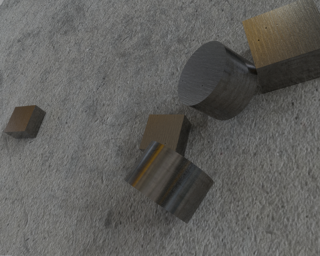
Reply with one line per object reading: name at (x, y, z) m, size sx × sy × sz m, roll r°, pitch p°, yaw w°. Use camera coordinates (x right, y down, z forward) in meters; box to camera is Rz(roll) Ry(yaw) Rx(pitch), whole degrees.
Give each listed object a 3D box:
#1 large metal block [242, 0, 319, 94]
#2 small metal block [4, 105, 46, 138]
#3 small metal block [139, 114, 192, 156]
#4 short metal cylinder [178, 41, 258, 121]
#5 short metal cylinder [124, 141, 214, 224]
large metal block at (0.151, -0.097, 0.369) m, size 0.080 × 0.050 × 0.080 m, roll -16°, pitch 55°, yaw 19°
small metal block at (-0.231, -0.010, 0.531) m, size 0.050 × 0.025 × 0.050 m, roll -2°, pitch 61°, yaw 27°
small metal block at (0.008, 0.011, 0.394) m, size 0.050 × 0.025 × 0.050 m, roll 1°, pitch 62°, yaw 28°
short metal cylinder at (0.066, -0.055, 0.366) m, size 0.080 × 0.050 × 0.080 m, roll -36°, pitch 43°, yaw 42°
short metal cylinder at (0.009, 0.057, 0.329) m, size 0.080 × 0.080 × 0.050 m, roll 27°, pitch 76°, yaw 37°
